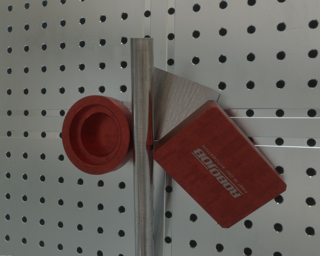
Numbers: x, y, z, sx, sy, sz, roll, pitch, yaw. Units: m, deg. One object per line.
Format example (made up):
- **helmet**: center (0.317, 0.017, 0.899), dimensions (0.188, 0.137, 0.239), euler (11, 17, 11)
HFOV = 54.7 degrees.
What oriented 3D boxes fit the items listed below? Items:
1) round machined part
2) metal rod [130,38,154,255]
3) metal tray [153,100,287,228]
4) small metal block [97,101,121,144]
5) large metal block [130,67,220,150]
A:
- **round machined part**: center (-0.072, 0.008, 0.396), dimensions (0.098, 0.042, 0.097), euler (0, 91, 23)
- **metal rod**: center (-0.020, 0.046, 0.373), dimensions (0.025, 0.025, 0.298), euler (6, 108, 20)
- **metal tray**: center (0.068, 0.044, 0.355), dimensions (0.090, 0.030, 0.130), euler (-40, 103, 16)
- **small metal block**: center (-0.074, -0.007, 0.435), dimensions (0.050, 0.025, 0.050), euler (-23, 82, 18)
- **large metal block**: center (0.019, -0.023, 0.389), dimensions (0.080, 0.050, 0.080), euler (24, 98, 18)
